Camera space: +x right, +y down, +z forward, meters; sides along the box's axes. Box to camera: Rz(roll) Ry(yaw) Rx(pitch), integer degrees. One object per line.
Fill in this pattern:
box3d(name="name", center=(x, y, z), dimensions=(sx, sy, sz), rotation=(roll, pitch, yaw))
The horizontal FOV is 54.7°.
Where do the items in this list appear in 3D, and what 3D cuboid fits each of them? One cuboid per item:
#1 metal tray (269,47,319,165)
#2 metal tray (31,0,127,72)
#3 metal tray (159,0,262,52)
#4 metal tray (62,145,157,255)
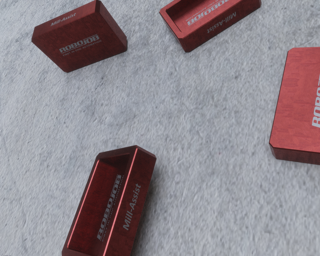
box3d(name="metal tray", center=(0.174, -0.026, 0.325), dimensions=(0.090, 0.030, 0.130), rotation=(6, 65, 30))
box3d(name="metal tray", center=(-0.133, -0.149, 0.521), dimensions=(0.130, 0.090, 0.030), rotation=(-15, 56, 19))
box3d(name="metal tray", center=(0.073, -0.183, 0.473), dimensions=(0.130, 0.030, 0.090), rotation=(-31, 52, 7))
box3d(name="metal tray", center=(-0.058, 0.088, 0.353), dimensions=(0.090, 0.030, 0.130), rotation=(-15, 52, 48))
